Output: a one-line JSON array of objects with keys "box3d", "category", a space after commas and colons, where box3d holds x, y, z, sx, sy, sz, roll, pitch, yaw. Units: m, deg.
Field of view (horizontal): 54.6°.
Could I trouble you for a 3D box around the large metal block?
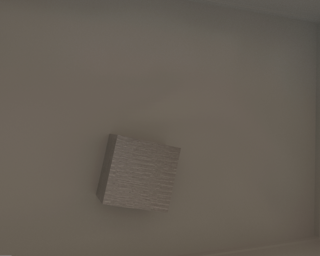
[{"box3d": [-0.028, 0.055, 0.387, 0.081, 0.050, 0.080, 13, 86, -20], "category": "large metal block"}]
